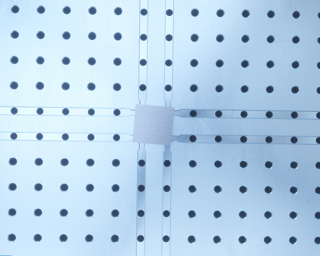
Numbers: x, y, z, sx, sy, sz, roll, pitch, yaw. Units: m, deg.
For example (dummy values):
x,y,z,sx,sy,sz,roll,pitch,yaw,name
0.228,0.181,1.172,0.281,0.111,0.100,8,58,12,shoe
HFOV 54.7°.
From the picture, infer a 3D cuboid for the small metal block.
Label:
x,y,z,sx,sy,sz,roll,pitch,yaw,name
-0.009,-0.004,0.413,0.050,0.025,0.050,5,90,-1,small metal block
